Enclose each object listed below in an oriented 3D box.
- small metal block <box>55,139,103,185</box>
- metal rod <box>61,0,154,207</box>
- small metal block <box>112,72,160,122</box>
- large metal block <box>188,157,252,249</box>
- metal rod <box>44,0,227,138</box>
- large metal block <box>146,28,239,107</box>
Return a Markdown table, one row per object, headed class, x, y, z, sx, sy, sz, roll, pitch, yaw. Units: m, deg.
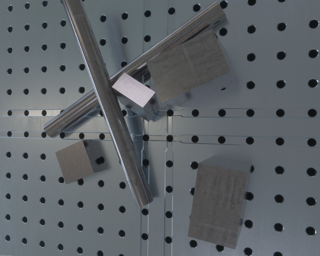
| class | x | y | z | sx | sy | sz | roll | pitch | yaw |
| --- | --- | --- | --- | --- | --- | --- | --- | --- | --- |
| small metal block | -0.118 | 0.049 | 0.454 | 0.050 | 0.025 | 0.050 | -23 | 82 | 18 |
| metal rod | -0.070 | -0.039 | 0.412 | 0.025 | 0.025 | 0.299 | -18 | 93 | 19 |
| small metal block | -0.030 | -0.039 | 0.407 | 0.050 | 0.050 | 0.025 | 34 | 78 | 16 |
| large metal block | 0.072 | 0.080 | 0.358 | 0.050 | 0.080 | 0.079 | 9 | 93 | 20 |
| metal rod | -0.045 | -0.072 | 0.428 | 0.300 | 0.025 | 0.025 | -32 | 80 | 17 |
| large metal block | 0.042 | -0.066 | 0.368 | 0.080 | 0.080 | 0.050 | -23 | 82 | 18 |
